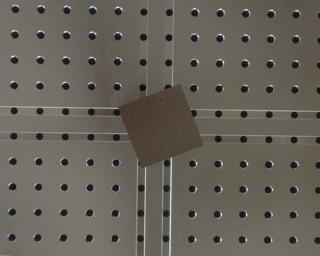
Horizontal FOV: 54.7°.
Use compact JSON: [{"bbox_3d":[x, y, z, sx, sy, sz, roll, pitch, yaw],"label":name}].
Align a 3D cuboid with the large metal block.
[{"bbox_3d":[0.001,-0.002,0.398,0.080,0.050,0.080,-21,90,-1],"label":"large metal block"}]
